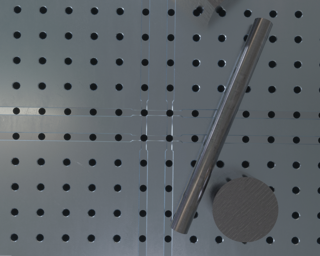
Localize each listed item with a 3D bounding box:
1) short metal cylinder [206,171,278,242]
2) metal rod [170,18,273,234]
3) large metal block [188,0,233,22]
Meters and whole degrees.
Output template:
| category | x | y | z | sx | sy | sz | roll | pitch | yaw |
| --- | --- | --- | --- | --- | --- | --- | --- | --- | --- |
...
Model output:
| category | x | y | z | sx | sy | sz | roll | pitch | yaw |
| --- | --- | --- | --- | --- | --- | --- | --- | --- | --- |
| short metal cylinder | 0.104 | 0.099 | 0.402 | 0.081 | 0.050 | 0.080 | 0 | 90 | 0 |
| metal rod | 0.082 | -0.003 | 0.413 | 0.025 | 0.025 | 0.299 | 22 | 90 | 0 |
| large metal block | 0.070 | -0.202 | 0.401 | 0.080 | 0.050 | 0.080 | -42 | 90 | 0 |
